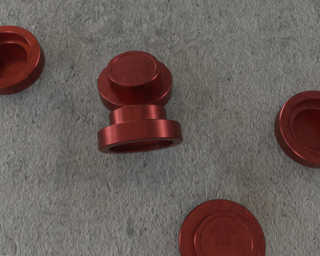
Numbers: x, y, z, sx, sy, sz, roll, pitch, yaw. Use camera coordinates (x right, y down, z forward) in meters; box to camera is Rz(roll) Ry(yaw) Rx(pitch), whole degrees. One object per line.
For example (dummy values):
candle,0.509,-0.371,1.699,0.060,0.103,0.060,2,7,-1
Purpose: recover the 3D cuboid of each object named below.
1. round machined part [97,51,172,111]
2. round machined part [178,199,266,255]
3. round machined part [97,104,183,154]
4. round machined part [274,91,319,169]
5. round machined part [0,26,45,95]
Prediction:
round machined part,-0.033,-0.064,0.407,0.099,0.042,0.098,-1,51,1
round machined part,0.071,0.130,0.352,0.099,0.042,0.098,0,70,0
round machined part,-0.024,0.001,0.366,0.099,0.098,0.042,-7,78,-3
round machined part,0.196,0.005,0.399,0.099,0.042,0.098,0,70,0
round machined part,-0.209,-0.089,0.430,0.099,0.042,0.098,0,70,0
